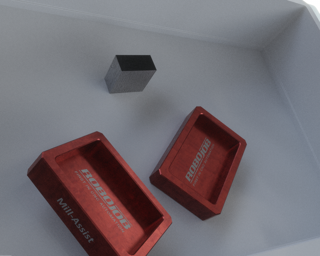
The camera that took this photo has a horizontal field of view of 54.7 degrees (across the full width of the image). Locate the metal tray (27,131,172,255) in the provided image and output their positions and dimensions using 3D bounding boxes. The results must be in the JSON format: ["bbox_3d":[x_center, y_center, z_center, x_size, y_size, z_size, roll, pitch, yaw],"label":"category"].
[{"bbox_3d":[-0.055,0.070,0.309,0.130,0.030,0.090,50,28,7],"label":"metal tray"}]

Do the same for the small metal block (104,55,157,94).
[{"bbox_3d":[-0.040,-0.071,0.413,0.050,0.050,0.025,-8,66,-32],"label":"small metal block"}]

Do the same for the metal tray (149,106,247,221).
[{"bbox_3d":[0.055,0.042,0.408,0.090,0.030,0.130,37,51,-4],"label":"metal tray"}]
